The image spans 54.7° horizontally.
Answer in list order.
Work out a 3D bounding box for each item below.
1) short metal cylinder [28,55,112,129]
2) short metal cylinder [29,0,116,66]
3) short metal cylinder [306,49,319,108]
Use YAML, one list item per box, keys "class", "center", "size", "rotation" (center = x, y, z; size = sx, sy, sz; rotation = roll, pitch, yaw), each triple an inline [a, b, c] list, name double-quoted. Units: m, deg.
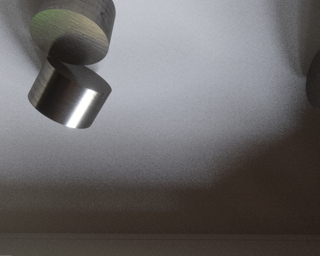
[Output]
- class: "short metal cylinder"
  center: [-0.105, -0.043, 0.365]
  size: [0.080, 0.080, 0.050]
  rotation: [31, 107, -11]
- class: "short metal cylinder"
  center: [-0.092, -0.113, 0.334]
  size: [0.080, 0.050, 0.080]
  rotation: [4, 151, 2]
- class: "short metal cylinder"
  center: [0.217, -0.059, 0.364]
  size: [0.050, 0.080, 0.079]
  rotation: [9, 110, -4]
